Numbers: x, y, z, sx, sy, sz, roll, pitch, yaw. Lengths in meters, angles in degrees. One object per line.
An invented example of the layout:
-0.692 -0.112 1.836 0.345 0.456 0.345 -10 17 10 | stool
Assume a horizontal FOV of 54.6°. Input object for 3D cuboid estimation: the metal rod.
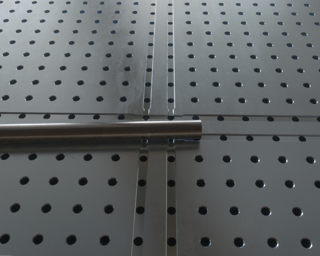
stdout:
-0.098 0.005 0.403 0.302 0.025 0.025 -1 50 -1 | metal rod
